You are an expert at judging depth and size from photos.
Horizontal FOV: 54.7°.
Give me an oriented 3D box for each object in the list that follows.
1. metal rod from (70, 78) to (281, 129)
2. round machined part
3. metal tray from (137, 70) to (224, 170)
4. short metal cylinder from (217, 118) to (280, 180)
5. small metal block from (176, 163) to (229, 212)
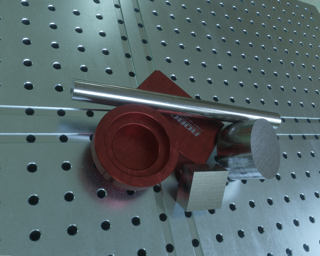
[{"bbox_3d":[0.039,-0.027,0.407,0.302,0.025,0.025,7,59,-25],"label":"metal rod"},{"bbox_3d":[-0.031,0.025,0.361,0.099,0.042,0.098,9,65,-19],"label":"round machined part"},{"bbox_3d":[0.018,-0.010,0.424,0.130,0.030,0.090,40,51,-2],"label":"metal tray"},{"bbox_3d":[0.122,0.030,0.422,0.081,0.050,0.080,12,73,-43],"label":"short metal cylinder"},{"bbox_3d":[0.051,0.071,0.377,0.050,0.025,0.050,3,104,-28],"label":"small metal block"}]
